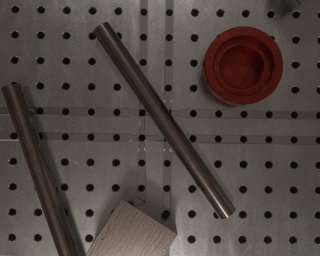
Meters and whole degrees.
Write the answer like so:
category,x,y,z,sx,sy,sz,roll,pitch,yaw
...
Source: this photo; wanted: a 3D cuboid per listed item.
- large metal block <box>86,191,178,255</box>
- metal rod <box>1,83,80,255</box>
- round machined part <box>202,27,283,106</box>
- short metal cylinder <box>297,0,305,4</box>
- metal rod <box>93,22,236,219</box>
category,x,y,z,sx,sy,sz,roll,pitch,yaw
large metal block,-0.034,0.141,0.401,0.080,0.050,0.080,33,90,-1
metal rod,-0.149,0.087,0.411,0.025,0.025,0.298,-19,90,0
round machined part,0.105,-0.078,0.406,0.099,0.042,0.097,0,90,-1
short metal cylinder,0.195,-0.204,0.388,0.080,0.080,0.050,-39,91,0
metal rod,0.006,-0.009,0.413,0.025,0.025,0.299,-34,90,0
